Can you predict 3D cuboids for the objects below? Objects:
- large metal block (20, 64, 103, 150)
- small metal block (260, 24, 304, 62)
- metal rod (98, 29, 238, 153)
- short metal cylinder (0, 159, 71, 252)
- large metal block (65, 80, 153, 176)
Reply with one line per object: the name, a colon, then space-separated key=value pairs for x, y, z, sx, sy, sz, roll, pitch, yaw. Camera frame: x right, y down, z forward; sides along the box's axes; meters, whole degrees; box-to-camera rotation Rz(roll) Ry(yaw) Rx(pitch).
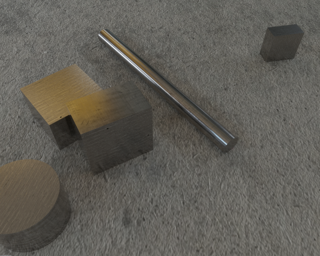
large metal block: x=-0.122 y=-0.030 z=0.412 sx=0.080 sy=0.050 sz=0.080 roll=-33 pitch=57 yaw=-25
small metal block: x=0.197 y=-0.138 z=0.504 sx=0.050 sy=0.050 sz=0.025 roll=-9 pitch=51 yaw=-8
metal rod: x=-0.004 y=-0.069 z=0.461 sx=0.025 sy=0.025 sz=0.300 roll=-31 pitch=57 yaw=-23
short metal cylinder: x=-0.138 y=0.079 z=0.319 sx=0.081 sy=0.050 sz=0.080 roll=0 pitch=50 yaw=0
large metal block: x=-0.056 y=0.000 z=0.367 sx=0.081 sy=0.080 sz=0.050 roll=-23 pitch=54 yaw=-18
